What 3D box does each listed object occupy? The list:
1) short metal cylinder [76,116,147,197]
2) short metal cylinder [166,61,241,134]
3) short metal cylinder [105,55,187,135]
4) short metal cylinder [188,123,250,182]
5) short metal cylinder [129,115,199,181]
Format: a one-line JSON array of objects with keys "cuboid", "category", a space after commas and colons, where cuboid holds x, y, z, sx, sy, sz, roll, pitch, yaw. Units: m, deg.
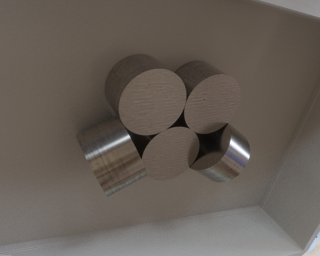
[{"cuboid": [-0.056, 0.032, 0.360, 0.050, 0.080, 0.080, -27, 128, -11], "category": "short metal cylinder"}, {"cuboid": [0.054, -0.039, 0.396, 0.081, 0.050, 0.079, -14, 124, -21], "category": "short metal cylinder"}, {"cuboid": [-0.017, -0.038, 0.357, 0.081, 0.050, 0.079, -14, 124, -21], "category": "short metal cylinder"}, {"cuboid": [0.076, 0.030, 0.430, 0.050, 0.080, 0.080, 34, 99, -38], "category": "short metal cylinder"}, {"cuboid": [0.004, 0.021, 0.406, 0.081, 0.050, 0.079, -14, 124, -21], "category": "short metal cylinder"}]
